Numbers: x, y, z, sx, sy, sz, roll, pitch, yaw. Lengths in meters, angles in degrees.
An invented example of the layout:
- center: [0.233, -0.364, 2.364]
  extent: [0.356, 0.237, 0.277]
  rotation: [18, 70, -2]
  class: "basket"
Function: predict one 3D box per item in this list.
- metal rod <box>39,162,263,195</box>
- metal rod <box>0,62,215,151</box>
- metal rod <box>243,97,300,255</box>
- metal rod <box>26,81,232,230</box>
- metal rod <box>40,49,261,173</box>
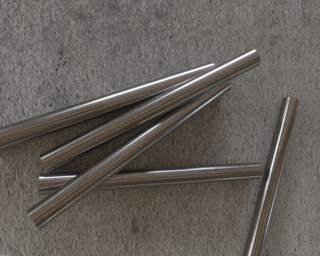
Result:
- center: [0.003, 0.064, 0.409]
  extent: [0.302, 0.025, 0.025]
  rotation: [0, 90, -20]
  class: "metal rod"
- center: [-0.061, -0.031, 0.386]
  extent: [0.302, 0.025, 0.025]
  rotation: [-20, 97, -19]
  class: "metal rod"
- center: [0.163, 0.098, 0.469]
  extent: [0.025, 0.025, 0.299]
  rotation: [19, 84, -19]
  class: "metal rod"
- center: [-0.020, 0.016, 0.384]
  extent: [0.302, 0.025, 0.025]
  rotation: [-36, 102, -23]
  class: "metal rod"
- center: [-0.002, -0.027, 0.390]
  extent: [0.302, 0.025, 0.025]
  rotation: [-28, 100, -12]
  class: "metal rod"
